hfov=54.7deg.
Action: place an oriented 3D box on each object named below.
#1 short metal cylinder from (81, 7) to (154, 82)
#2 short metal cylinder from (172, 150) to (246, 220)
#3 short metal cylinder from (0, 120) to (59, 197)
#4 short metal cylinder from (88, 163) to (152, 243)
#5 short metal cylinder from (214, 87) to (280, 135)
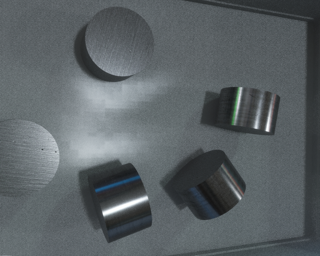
[{"bbox_3d":[-0.053,-0.099,0.378,0.081,0.050,0.079,0,90,-21],"label":"short metal cylinder"},{"bbox_3d":[0.064,0.073,0.406,0.080,0.080,0.050,-39,103,-16],"label":"short metal cylinder"},{"bbox_3d":[-0.154,0.031,0.341,0.081,0.050,0.079,0,90,-21],"label":"short metal cylinder"},{"bbox_3d":[-0.049,0.087,0.364,0.050,0.080,0.080,-16,96,-20],"label":"short metal cylinder"},{"bbox_3d":[0.120,-0.022,0.427,0.081,0.080,0.050,12,86,-20],"label":"short metal cylinder"}]
